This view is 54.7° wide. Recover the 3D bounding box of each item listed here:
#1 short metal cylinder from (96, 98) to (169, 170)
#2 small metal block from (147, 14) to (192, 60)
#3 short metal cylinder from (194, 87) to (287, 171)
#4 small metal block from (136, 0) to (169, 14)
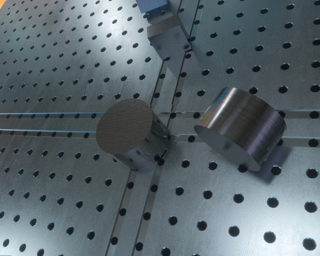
[{"bbox_3d":[-0.035,0.008,0.406,0.080,0.050,0.080,-13,56,20],"label":"short metal cylinder"},{"bbox_3d":[0.014,-0.136,0.468,0.050,0.050,0.025,-17,55,18],"label":"small metal block"},{"bbox_3d":[0.083,0.002,0.328,0.080,0.080,0.050,30,78,37],"label":"short metal cylinder"},{"bbox_3d":[-0.018,-0.236,0.543,0.050,0.050,0.025,-14,31,20],"label":"small metal block"}]
